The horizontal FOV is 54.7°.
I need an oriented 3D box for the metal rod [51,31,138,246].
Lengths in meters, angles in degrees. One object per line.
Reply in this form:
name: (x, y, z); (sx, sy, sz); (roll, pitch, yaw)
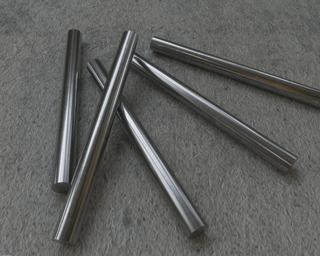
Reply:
metal rod: (-0.070, -0.011, 0.386); (0.025, 0.025, 0.300); (8, 58, 6)

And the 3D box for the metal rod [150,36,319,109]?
metal rod: (0.121, -0.086, 0.476); (0.301, 0.025, 0.025); (23, 54, 18)

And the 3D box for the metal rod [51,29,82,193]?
metal rod: (-0.128, -0.047, 0.441); (0.025, 0.025, 0.300); (-6, 50, -5)

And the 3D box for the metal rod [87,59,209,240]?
metal rod: (-0.032, 0.004, 0.398); (0.025, 0.025, 0.300); (-22, 54, -18)

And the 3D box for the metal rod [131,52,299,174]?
metal rod: (0.050, -0.037, 0.434); (0.025, 0.025, 0.300); (-37, 59, -27)
